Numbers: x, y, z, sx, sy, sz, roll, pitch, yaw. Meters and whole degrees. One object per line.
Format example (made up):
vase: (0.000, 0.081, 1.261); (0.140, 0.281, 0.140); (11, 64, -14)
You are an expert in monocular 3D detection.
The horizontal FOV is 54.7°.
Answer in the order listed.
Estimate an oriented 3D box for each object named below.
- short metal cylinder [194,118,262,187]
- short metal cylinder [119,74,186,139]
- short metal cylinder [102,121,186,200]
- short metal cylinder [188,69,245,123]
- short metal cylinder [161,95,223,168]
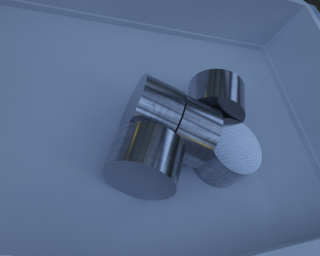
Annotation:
short metal cylinder: (0.088, 0.033, 0.416); (0.081, 0.050, 0.080); (14, 56, -21)
short metal cylinder: (-0.011, -0.019, 0.375); (0.050, 0.080, 0.080); (23, 53, -15)
short metal cylinder: (-0.016, 0.037, 0.338); (0.080, 0.080, 0.050); (26, 53, -13)
short metal cylinder: (0.078, -0.037, 0.434); (0.080, 0.080, 0.050); (21, 54, -16)
short metal cylinder: (0.035, 0.004, 0.387); (0.050, 0.080, 0.080); (24, 53, -14)
